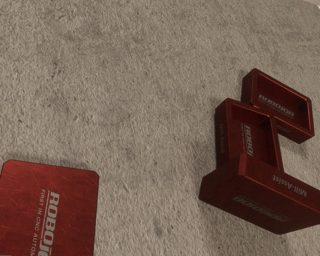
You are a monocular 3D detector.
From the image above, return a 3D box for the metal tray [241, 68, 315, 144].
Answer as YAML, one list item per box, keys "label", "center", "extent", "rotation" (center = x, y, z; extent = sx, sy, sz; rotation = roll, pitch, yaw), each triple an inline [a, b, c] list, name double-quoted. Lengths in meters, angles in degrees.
- label: "metal tray"
  center: [0.204, -0.038, 0.536]
  extent: [0.131, 0.030, 0.090]
  rotation: [25, 53, -13]

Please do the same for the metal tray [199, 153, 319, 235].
- label: "metal tray"
  center: [0.126, 0.086, 0.379]
  extent: [0.131, 0.090, 0.030]
  rotation: [26, 53, -12]

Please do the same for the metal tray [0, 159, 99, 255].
- label: "metal tray"
  center: [-0.108, 0.099, 0.283]
  extent: [0.091, 0.030, 0.130]
  rotation: [12, 57, -22]

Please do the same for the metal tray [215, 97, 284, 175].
- label: "metal tray"
  center: [0.129, 0.026, 0.448]
  extent: [0.091, 0.030, 0.130]
  rotation: [16, 55, -18]
